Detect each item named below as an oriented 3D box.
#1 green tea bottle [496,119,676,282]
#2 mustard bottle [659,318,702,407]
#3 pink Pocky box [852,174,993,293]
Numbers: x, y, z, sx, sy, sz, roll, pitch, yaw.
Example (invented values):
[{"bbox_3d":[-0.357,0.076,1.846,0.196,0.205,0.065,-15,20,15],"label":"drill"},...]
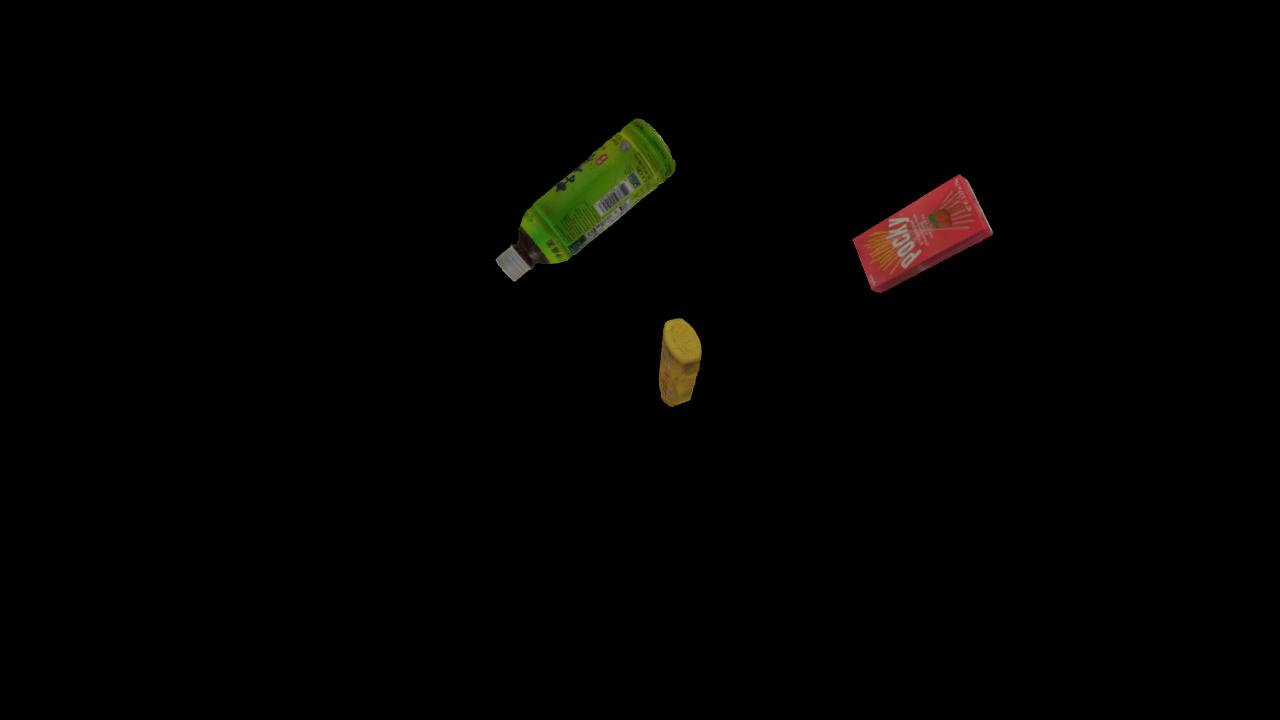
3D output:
[{"bbox_3d":[-0.061,-0.161,0.647,0.212,0.073,0.073,-40,2,-2],"label":"green tea bottle"},{"bbox_3d":[0.060,0.022,1.012,0.054,0.092,0.184,-18,-33,-16],"label":"mustard bottle"},{"bbox_3d":[0.359,-0.159,0.796,0.029,0.084,0.155,11,-31,-41],"label":"pink Pocky box"}]
